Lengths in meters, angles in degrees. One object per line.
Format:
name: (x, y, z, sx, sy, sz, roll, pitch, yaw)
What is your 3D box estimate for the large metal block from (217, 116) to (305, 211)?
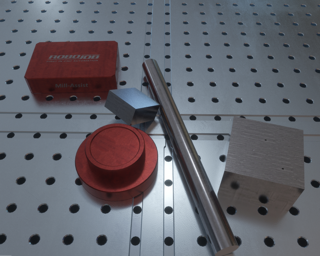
large metal block: (0.117, 0.039, 0.360, 0.080, 0.050, 0.080, 12, 51, 10)

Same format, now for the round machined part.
round machined part: (-0.052, 0.033, 0.368, 0.099, 0.042, 0.098, 1, 50, 0)

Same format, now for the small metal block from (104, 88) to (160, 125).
small metal block: (-0.037, -0.030, 0.419, 0.050, 0.025, 0.050, 36, 29, 26)

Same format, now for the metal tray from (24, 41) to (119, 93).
metal tray: (-0.132, -0.097, 0.484, 0.131, 0.030, 0.090, -2, 50, -2)

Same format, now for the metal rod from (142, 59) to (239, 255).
metal rod: (0.025, 0.011, 0.398, 0.025, 0.025, 0.300, -12, 51, -10)
